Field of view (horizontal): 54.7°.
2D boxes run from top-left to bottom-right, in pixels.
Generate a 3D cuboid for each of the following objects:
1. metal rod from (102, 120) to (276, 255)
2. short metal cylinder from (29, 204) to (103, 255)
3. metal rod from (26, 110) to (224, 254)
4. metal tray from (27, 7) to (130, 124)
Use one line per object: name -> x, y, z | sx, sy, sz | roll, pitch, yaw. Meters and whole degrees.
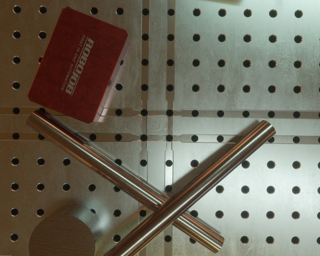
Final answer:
metal rod -> 0.029, 0.091, 0.391 | 0.301, 0.025, 0.025 | -38, 90, -9
short metal cylinder -> -0.119, 0.144, 0.400 | 0.081, 0.050, 0.079 | 0, 90, 0
metal rod -> -0.045, 0.071, 0.412 | 0.301, 0.025, 0.025 | 35, 90, 0
metal tray -> -0.105, -0.080, 0.410 | 0.090, 0.030, 0.129 | 22, 90, 0
